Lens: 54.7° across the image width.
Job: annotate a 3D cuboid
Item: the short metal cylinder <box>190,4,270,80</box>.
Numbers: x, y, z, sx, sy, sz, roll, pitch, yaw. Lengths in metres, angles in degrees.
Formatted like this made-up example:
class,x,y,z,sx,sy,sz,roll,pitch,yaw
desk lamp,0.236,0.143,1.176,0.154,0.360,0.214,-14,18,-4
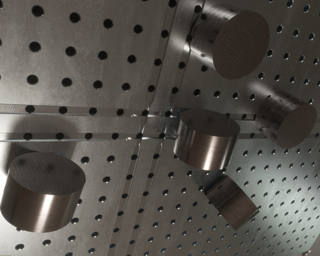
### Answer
class,x,y,z,sx,sy,sz,roll,pitch,yaw
short metal cylinder,0.084,-0.105,0.378,0.081,0.050,0.079,-14,124,-21

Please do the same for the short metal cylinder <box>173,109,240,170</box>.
class,x,y,z,sx,sy,sz,roll,pitch,yaw
short metal cylinder,0.062,0.013,0.420,0.081,0.080,0.050,-4,120,-27

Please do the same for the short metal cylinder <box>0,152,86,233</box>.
class,x,y,z,sx,sy,sz,roll,pitch,yaw
short metal cylinder,-0.131,0.070,0.348,0.081,0.080,0.050,9,114,-33

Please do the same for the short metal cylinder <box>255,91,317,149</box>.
class,x,y,z,sx,sy,sz,roll,pitch,yaw
short metal cylinder,0.203,-0.013,0.501,0.081,0.050,0.079,-14,125,-21

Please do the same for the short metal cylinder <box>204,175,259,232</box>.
class,x,y,z,sx,sy,sz,roll,pitch,yaw
short metal cylinder,0.120,0.126,0.522,0.050,0.080,0.080,-40,130,-1
